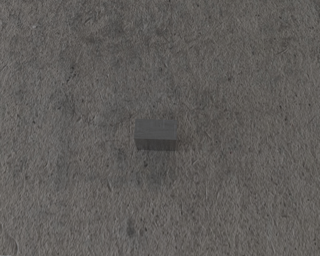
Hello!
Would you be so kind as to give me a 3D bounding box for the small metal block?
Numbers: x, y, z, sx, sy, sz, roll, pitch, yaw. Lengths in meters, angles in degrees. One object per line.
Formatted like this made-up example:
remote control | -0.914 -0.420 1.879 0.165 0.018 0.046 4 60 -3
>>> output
small metal block | -0.005 0.010 0.391 0.050 0.050 0.025 2 70 1
